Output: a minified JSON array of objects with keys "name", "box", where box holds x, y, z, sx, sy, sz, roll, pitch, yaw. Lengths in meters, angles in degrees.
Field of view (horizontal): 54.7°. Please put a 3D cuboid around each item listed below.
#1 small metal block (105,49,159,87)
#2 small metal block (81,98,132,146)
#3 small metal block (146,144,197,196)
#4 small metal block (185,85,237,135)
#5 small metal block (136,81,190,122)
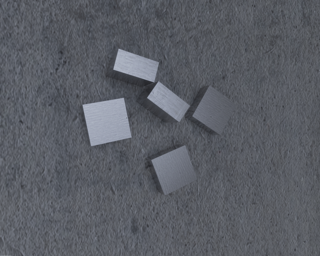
[{"name":"small metal block","box":[-0.035,-0.072,0.382,0.050,0.050,0.025,15,85,-20]},{"name":"small metal block","box":[-0.067,-0.008,0.384,0.050,0.025,0.050,-12,94,-20]},{"name":"small metal block","box":[0.015,0.055,0.415,0.050,0.025,0.050,-22,98,-19]},{"name":"small metal block","box":[0.071,-0.024,0.435,0.050,0.025,0.050,33,79,-17]},{"name":"small metal block","box":[0.002,-0.032,0.396,0.050,0.050,0.025,36,79,-17]}]
